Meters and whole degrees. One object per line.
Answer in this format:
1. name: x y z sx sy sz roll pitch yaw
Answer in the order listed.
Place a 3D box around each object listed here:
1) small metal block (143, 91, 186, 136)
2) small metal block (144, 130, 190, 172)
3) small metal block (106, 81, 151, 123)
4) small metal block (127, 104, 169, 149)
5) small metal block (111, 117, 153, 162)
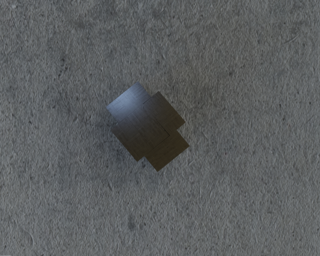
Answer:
1. small metal block: 0.005 -0.018 0.398 0.025 0.050 0.050 -41 91 0
2. small metal block: 0.009 0.028 0.398 0.050 0.050 0.025 -39 90 0
3. small metal block: -0.038 -0.031 0.398 0.050 0.050 0.025 -39 90 0
4. small metal block: -0.014 -0.002 0.398 0.025 0.050 0.050 -40 91 0
5. small metal block: -0.034 0.014 0.398 0.025 0.050 0.050 -40 91 0
